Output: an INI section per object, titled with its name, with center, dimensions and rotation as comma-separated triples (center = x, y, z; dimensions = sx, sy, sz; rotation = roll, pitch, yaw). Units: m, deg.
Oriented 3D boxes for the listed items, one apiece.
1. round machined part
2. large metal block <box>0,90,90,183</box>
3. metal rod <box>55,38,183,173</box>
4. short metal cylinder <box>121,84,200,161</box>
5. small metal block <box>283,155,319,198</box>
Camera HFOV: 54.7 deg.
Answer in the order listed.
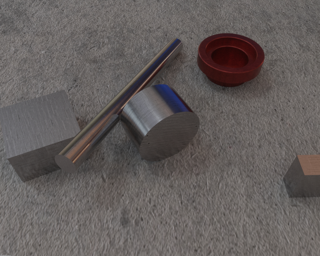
[round machined part]
center = 0.106, -0.101, 0.478
dimensions = 0.099, 0.042, 0.098
rotation = 0, 50, 0
[large metal block]
center = -0.141, 0.008, 0.379
dimensions = 0.081, 0.050, 0.080
rotation = -19, 53, -16
[metal rod]
center = -0.034, -0.052, 0.415
dimensions = 0.025, 0.025, 0.301
rotation = 19, 43, 15
[short metal cylinder]
center = 0.000, -0.005, 0.372
dimensions = 0.081, 0.080, 0.050
rotation = -23, 54, -19
[small metal block]
center = 0.173, 0.054, 0.344
dimensions = 0.050, 0.050, 0.025
rotation = -1, 50, -1
